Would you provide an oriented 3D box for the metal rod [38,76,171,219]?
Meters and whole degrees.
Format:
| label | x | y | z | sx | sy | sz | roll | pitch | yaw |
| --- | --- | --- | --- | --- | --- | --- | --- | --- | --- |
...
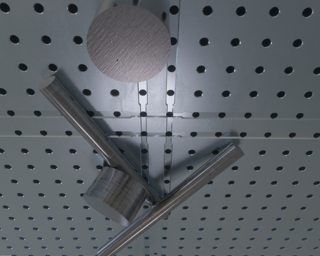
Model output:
| label | x | y | z | sx | sy | sz | roll | pitch | yaw |
| --- | --- | --- | --- | --- | --- | --- | --- | --- | --- |
| metal rod | -0.063 | 0.047 | 0.450 | 0.025 | 0.025 | 0.300 | -22 | 127 | 18 |

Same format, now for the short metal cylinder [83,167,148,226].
| label | x | y | z | sx | sy | sz | roll | pitch | yaw |
| --- | --- | --- | --- | --- | --- | --- | --- | --- | --- |
| short metal cylinder | -0.065 | 0.101 | 0.458 | 0.080 | 0.050 | 0.080 | 24 | 150 | 15 |

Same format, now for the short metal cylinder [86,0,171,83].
| label | x | y | z | sx | sy | sz | roll | pitch | yaw |
| --- | --- | --- | --- | --- | --- | --- | --- | --- | --- |
| short metal cylinder | -0.030 | -0.093 | 0.315 | 0.081 | 0.050 | 0.079 | 0 | 130 | 0 |

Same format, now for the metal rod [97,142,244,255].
| label | x | y | z | sx | sy | sz | roll | pitch | yaw |
| --- | --- | --- | --- | --- | --- | --- | --- | --- | --- |
| metal rod | 0.006 | 0.124 | 0.487 | 0.025 | 0.025 | 0.299 | 37 | 112 | -27 |
